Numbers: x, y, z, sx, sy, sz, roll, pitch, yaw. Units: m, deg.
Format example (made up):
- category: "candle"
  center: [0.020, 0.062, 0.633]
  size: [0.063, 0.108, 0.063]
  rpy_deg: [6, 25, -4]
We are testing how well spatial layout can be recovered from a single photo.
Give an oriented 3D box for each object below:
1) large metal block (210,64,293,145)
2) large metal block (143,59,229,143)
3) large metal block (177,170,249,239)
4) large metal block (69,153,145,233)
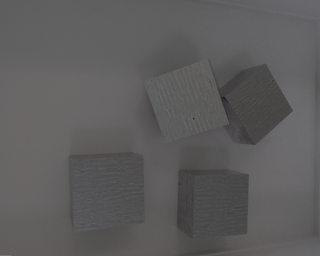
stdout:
- category: "large metal block"
  center: [0.128, -0.033, 0.444]
  size: [0.080, 0.050, 0.080]
  rpy_deg: [-38, 103, -16]
- category: "large metal block"
  center: [0.036, -0.035, 0.391]
  size: [0.080, 0.050, 0.080]
  rpy_deg: [-18, 97, 14]
- category: "large metal block"
  center: [0.071, 0.100, 0.424]
  size: [0.081, 0.050, 0.080]
  rpy_deg: [2, 89, -20]
- category: "large metal block"
  center: [-0.065, 0.073, 0.373]
  size: [0.081, 0.050, 0.080]
  rpy_deg: [-1, 91, -20]
